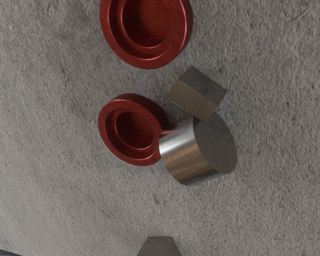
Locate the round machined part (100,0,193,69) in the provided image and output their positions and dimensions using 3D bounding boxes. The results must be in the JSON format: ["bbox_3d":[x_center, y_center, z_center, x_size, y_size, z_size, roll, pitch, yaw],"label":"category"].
[{"bbox_3d":[-0.011,-0.116,0.329,0.098,0.042,0.097,13,124,20],"label":"round machined part"}]

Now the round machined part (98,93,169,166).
[{"bbox_3d":[-0.029,-0.001,0.408,0.098,0.042,0.097,14,124,21],"label":"round machined part"}]

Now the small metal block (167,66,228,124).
[{"bbox_3d":[0.042,-0.038,0.342,0.050,0.050,0.025,36,124,4],"label":"small metal block"}]

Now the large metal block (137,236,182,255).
[{"bbox_3d":[-0.001,0.242,0.520,0.050,0.080,0.080,-13,112,33],"label":"large metal block"}]

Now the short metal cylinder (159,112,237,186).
[{"bbox_3d":[0.045,0.022,0.360,0.050,0.080,0.080,-28,103,37],"label":"short metal cylinder"}]
